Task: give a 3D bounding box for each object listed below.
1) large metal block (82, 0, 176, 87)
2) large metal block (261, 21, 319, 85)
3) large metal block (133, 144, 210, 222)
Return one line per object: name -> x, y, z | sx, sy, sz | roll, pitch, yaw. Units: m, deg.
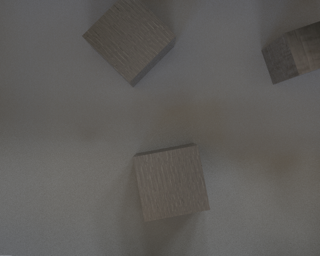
large metal block -> -0.037, -0.111, 0.398 | 0.080, 0.050, 0.080 | 45, 90, 0
large metal block -> 0.185, -0.095, 0.385 | 0.080, 0.080, 0.050 | -19, 90, 0
large metal block -> 0.014, 0.067, 0.399 | 0.080, 0.050, 0.080 | -10, 90, 0
